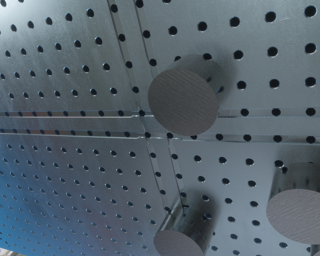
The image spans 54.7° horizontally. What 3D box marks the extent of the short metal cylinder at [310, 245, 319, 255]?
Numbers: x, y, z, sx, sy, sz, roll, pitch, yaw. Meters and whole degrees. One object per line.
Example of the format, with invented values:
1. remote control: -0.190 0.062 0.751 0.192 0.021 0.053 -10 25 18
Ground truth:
1. short metal cylinder: 0.225 0.152 0.371 0.080 0.050 0.079 13 124 20

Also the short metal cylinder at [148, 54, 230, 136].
1. short metal cylinder: 0.033 -0.038 0.353 0.080 0.050 0.079 13 124 20

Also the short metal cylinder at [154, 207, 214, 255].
1. short metal cylinder: 0.037 0.169 0.479 0.080 0.050 0.079 13 124 20

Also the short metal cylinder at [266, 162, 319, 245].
1. short metal cylinder: 0.169 0.087 0.360 0.080 0.050 0.079 13 124 20
